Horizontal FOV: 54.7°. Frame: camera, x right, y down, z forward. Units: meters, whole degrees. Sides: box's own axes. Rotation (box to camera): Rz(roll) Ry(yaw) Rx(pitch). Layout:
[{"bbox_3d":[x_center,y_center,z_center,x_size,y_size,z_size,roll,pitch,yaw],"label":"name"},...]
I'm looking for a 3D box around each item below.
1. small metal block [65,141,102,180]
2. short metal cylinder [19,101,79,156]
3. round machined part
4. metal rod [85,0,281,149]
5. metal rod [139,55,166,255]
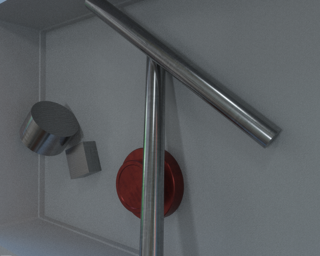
[{"bbox_3d":[-0.126,0.053,0.508,0.050,0.025,0.050,-24,75,37],"label":"small metal block"},{"bbox_3d":[-0.186,0.000,0.521,0.050,0.081,0.080,-49,62,29],"label":"short metal cylinder"},{"bbox_3d":[-0.020,0.075,0.411,0.098,0.042,0.097,0,90,39],"label":"round machined part"},{"bbox_3d":[0.011,-0.081,0.369,0.300,0.025,0.025,42,116,22],"label":"metal rod"},{"bbox_3d":[-0.007,0.032,0.358,0.025,0.025,0.299,-16,63,38],"label":"metal rod"}]
